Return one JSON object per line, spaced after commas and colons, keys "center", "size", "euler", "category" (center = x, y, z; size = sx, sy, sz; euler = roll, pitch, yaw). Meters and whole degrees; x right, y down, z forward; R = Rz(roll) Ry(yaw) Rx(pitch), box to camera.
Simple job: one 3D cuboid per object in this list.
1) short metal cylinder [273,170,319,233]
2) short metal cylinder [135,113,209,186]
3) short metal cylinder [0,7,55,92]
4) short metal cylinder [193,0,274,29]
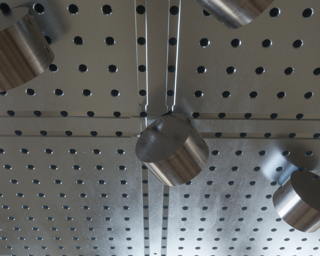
{"center": [0.222, 0.110, 0.472], "size": [0.081, 0.080, 0.050], "euler": [14, 129, -12], "category": "short metal cylinder"}
{"center": [0.016, 0.027, 0.399], "size": [0.080, 0.080, 0.050], "euler": [-24, 126, 19], "category": "short metal cylinder"}
{"center": [-0.155, -0.078, 0.307], "size": [0.080, 0.080, 0.050], "euler": [-12, 129, 10], "category": "short metal cylinder"}
{"center": [0.066, -0.133, 0.263], "size": [0.050, 0.080, 0.080], "euler": [30, 124, -23], "category": "short metal cylinder"}
